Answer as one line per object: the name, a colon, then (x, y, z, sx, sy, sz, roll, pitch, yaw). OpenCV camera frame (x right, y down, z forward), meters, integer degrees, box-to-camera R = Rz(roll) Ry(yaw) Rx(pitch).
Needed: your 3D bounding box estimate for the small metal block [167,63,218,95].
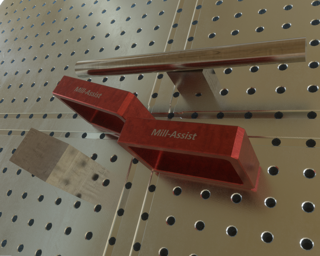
small metal block: (0.044, -0.069, 0.410, 0.050, 0.050, 0.025, 6, 65, 30)

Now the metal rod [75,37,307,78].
metal rod: (0.016, -0.083, 0.385, 0.300, 0.025, 0.025, 1, 62, 28)

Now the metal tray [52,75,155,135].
metal tray: (-0.070, -0.023, 0.415, 0.130, 0.090, 0.030, 18, 71, 34)

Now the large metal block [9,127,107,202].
large metal block: (-0.133, 0.049, 0.411, 0.080, 0.080, 0.050, 17, 71, 34)

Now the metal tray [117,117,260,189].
metal tray: (0.031, 0.027, 0.332, 0.130, 0.090, 0.030, 5, 65, 30)
